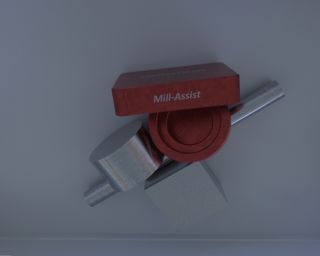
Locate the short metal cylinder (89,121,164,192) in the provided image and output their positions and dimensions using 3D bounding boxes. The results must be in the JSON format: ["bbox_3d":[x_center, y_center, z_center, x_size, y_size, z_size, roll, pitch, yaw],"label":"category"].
[{"bbox_3d":[-0.042,0.035,0.393,0.080,0.080,0.050,-32,107,10],"label":"short metal cylinder"}]

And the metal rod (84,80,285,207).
[{"bbox_3d":[0.025,0.026,0.420,0.300,0.025,0.025,-31,108,10],"label":"metal rod"}]

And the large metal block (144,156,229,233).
[{"bbox_3d":[0.035,0.082,0.426,0.080,0.050,0.080,-31,108,10],"label":"large metal block"}]

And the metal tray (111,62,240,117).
[{"bbox_3d":[0.017,-0.047,0.357,0.131,0.090,0.030,-6,110,1],"label":"metal tray"}]

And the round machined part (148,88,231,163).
[{"bbox_3d":[0.038,-0.006,0.384,0.098,0.042,0.097,-1,85,14],"label":"round machined part"}]
